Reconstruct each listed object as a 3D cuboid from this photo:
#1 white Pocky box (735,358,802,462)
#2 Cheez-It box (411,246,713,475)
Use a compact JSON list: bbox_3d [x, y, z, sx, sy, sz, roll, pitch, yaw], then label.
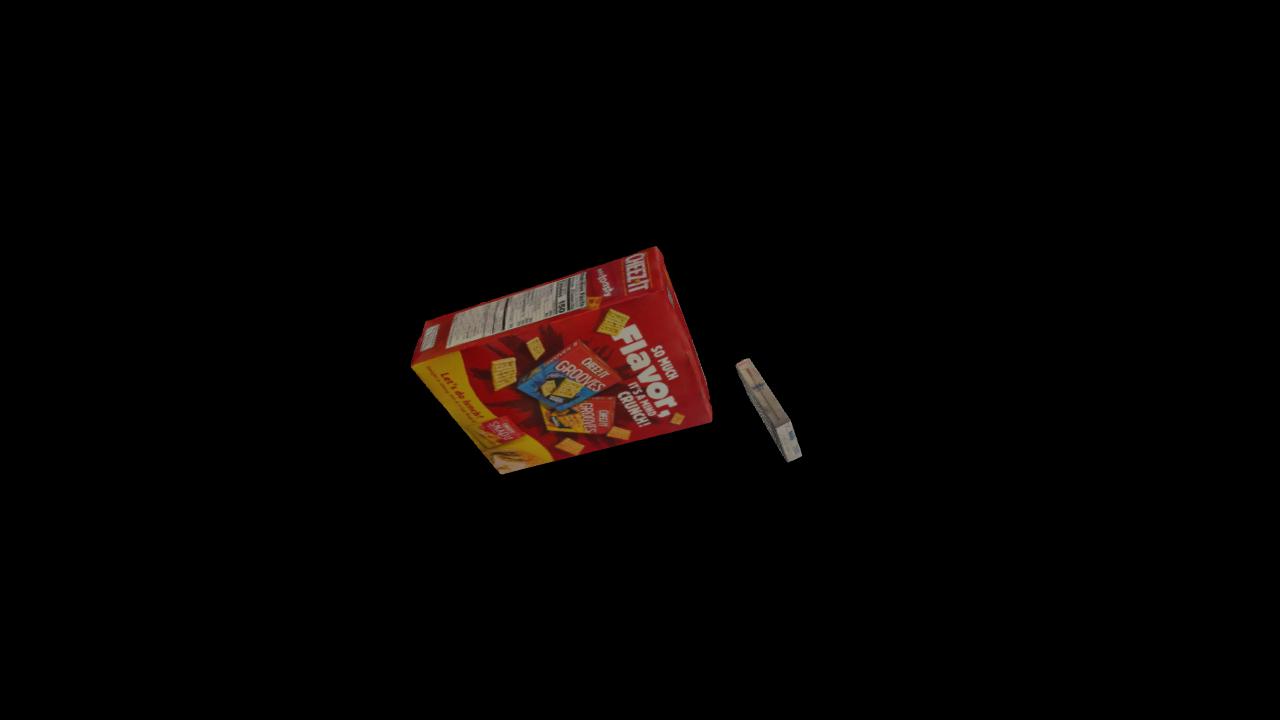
[{"bbox_3d":[0.192,0.073,0.922,0.028,0.084,0.154,-26,38,4],"label":"white Pocky box"},{"bbox_3d":[-0.061,0.010,0.557,0.223,0.071,0.166,-16,-48,10],"label":"Cheez-It box"}]
